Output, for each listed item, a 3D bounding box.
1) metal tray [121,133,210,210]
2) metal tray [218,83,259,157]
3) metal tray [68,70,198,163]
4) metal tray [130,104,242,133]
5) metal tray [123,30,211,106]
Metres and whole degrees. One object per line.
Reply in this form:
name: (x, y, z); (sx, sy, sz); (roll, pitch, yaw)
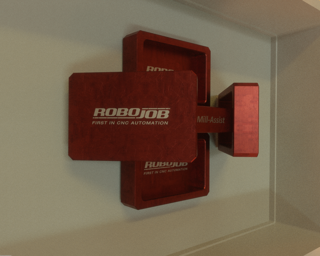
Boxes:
metal tray: (0.012, 0.051, 0.409); (0.131, 0.030, 0.089); (0, 90, -41)
metal tray: (0.105, -0.010, 0.433); (0.030, 0.130, 0.089); (1, 90, 2)
metal tray: (-0.027, -0.012, 0.322); (0.030, 0.131, 0.089); (3, 87, -82)
metal tray: (0.029, -0.010, 0.387); (0.131, 0.090, 0.030); (0, 90, -41)
metal tray: (0.013, -0.070, 0.412); (0.131, 0.030, 0.089); (0, 91, -41)
